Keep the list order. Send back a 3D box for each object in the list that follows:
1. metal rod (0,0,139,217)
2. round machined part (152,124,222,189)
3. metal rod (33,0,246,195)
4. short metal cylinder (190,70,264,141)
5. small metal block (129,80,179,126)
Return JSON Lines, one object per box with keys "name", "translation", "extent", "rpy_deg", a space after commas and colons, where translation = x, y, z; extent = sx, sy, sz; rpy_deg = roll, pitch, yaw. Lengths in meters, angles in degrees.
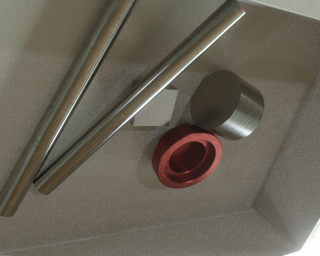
{"name": "metal rod", "translation": [-0.104, -0.025, 0.337], "extent": [0.025, 0.025, 0.299], "rpy_deg": [24, 105, -37]}
{"name": "round machined part", "translation": [0.034, 0.035, 0.437], "extent": [0.099, 0.042, 0.097], "rpy_deg": [-14, 128, -18]}
{"name": "metal rod", "translation": [-0.030, -0.028, 0.346], "extent": [0.300, 0.025, 0.025], "rpy_deg": [-42, 130, 9]}
{"name": "short metal cylinder", "translation": [0.087, -0.029, 0.405], "extent": [0.050, 0.080, 0.080], "rpy_deg": [23, 106, -37]}
{"name": "small metal block", "translation": [-0.010, -0.030, 0.386], "extent": [0.050, 0.025, 0.050], "rpy_deg": [-1, 119, -29]}
